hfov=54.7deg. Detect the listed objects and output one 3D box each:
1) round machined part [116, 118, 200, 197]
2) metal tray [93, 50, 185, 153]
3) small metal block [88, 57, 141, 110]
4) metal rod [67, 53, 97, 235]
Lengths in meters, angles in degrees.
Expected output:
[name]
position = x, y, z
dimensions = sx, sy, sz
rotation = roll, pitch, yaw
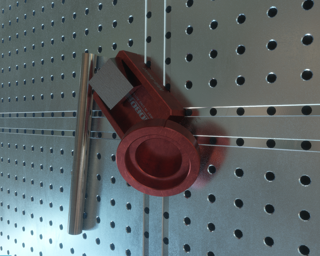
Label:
[round machined part]
position = 0.000, 0.032, 0.376
dimensions = 0.099, 0.042, 0.097
rotation = 4, 117, 8
[metal tray]
position = -0.034, -0.034, 0.432
dimensions = 0.090, 0.030, 0.130
rotation = -52, 60, 27
[small metal block]
position = -0.062, -0.062, 0.429
dimensions = 0.050, 0.025, 0.050
rotation = -40, 88, 28
[metal rod]
position = -0.129, 0.029, 0.512
dimensions = 0.025, 0.025, 0.298
rotation = 10, 96, 39
